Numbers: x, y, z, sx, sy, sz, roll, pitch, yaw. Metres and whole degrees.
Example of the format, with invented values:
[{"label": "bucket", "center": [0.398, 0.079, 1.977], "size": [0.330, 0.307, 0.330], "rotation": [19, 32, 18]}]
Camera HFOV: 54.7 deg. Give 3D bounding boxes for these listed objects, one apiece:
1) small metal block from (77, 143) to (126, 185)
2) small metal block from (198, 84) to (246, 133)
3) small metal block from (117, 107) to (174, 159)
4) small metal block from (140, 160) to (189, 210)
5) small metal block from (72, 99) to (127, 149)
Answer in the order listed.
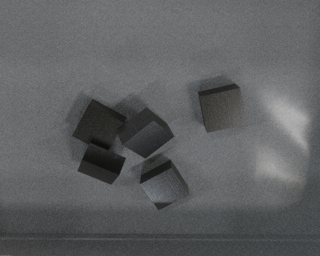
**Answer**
[{"label": "small metal block", "center": [-0.079, 0.049, 0.414], "size": [0.050, 0.025, 0.050], "rotation": [24, 149, -9]}, {"label": "small metal block", "center": [0.080, -0.026, 0.403], "size": [0.050, 0.025, 0.050], "rotation": [-12, 110, 4]}, {"label": "small metal block", "center": [-0.018, 0.008, 0.401], "size": [0.050, 0.025, 0.050], "rotation": [-38, 140, 12]}, {"label": "small metal block", "center": [0.007, 0.081, 0.441], "size": [0.050, 0.025, 0.050], "rotation": [-29, 108, 10]}, {"label": "small metal block", "center": [-0.080, -0.002, 0.409], "size": [0.050, 0.025, 0.050], "rotation": [29, 107, -11]}]
